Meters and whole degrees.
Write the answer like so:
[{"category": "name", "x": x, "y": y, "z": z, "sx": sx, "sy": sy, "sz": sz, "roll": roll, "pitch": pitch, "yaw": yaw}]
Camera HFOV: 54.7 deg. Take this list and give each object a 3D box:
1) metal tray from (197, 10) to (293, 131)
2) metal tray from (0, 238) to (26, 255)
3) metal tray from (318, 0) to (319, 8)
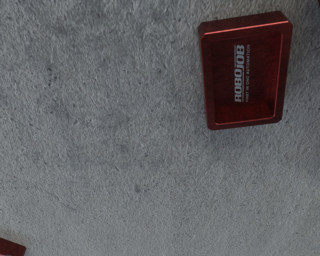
[{"category": "metal tray", "x": 0.094, "y": -0.059, "z": 0.354, "sx": 0.090, "sy": 0.030, "sz": 0.129, "roll": -7, "pitch": 130, "yaw": 6}, {"category": "metal tray", "x": -0.345, "y": 0.264, "z": 0.626, "sx": 0.090, "sy": 0.030, "sz": 0.130, "roll": 35, "pitch": 122, "yaw": -26}, {"category": "metal tray", "x": 0.197, "y": -0.115, "z": 0.279, "sx": 0.090, "sy": 0.030, "sz": 0.130, "roll": -14, "pitch": 122, "yaw": 32}]
